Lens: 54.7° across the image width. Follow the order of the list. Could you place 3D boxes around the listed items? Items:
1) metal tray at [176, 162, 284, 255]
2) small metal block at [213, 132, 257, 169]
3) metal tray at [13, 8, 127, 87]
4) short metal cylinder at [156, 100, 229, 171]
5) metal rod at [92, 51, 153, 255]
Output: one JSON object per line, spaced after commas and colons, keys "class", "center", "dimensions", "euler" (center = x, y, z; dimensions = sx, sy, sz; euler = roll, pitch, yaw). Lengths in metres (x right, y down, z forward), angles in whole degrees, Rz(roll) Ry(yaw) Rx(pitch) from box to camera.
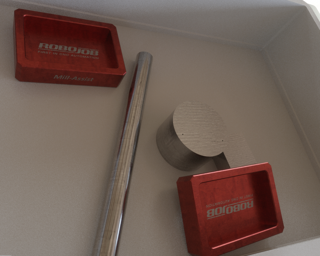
{"class": "metal tray", "center": [0.089, 0.095, 0.378], "dimensions": [0.131, 0.030, 0.090], "euler": [-4, 81, -31]}
{"class": "small metal block", "center": [0.102, 0.036, 0.441], "dimensions": [0.050, 0.025, 0.050], "euler": [-8, 66, -32]}
{"class": "metal tray", "center": [-0.116, -0.101, 0.402], "dimensions": [0.131, 0.030, 0.090], "euler": [0, 62, -29]}
{"class": "short metal cylinder", "center": [0.042, 0.011, 0.407], "dimensions": [0.081, 0.050, 0.080], "euler": [14, 56, -21]}
{"class": "metal rod", "center": [-0.039, 0.019, 0.373], "dimensions": [0.025, 0.025, 0.300], "euler": [20, 54, -17]}
